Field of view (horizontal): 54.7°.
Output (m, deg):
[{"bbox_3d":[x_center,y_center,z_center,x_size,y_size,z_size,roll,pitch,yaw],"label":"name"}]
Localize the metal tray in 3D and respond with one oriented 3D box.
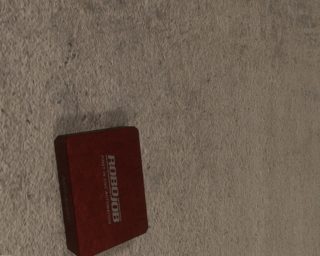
[{"bbox_3d":[-0.063,0.067,0.350,0.091,0.030,0.129,-10,96,-40],"label":"metal tray"}]
